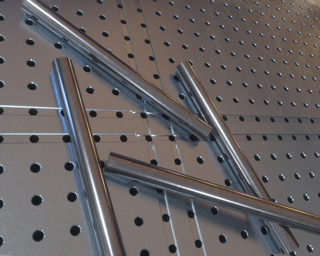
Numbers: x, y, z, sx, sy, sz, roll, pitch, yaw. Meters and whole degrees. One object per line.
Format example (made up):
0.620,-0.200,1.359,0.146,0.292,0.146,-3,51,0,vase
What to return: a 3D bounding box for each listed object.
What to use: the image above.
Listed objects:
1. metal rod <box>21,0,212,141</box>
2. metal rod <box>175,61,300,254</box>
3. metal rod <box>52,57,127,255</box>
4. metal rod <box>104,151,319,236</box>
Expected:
-0.055,-0.079,0.426,0.301,0.025,0.025,36,51,-4,metal rod
0.102,0.031,0.443,0.025,0.025,0.299,-17,70,-34,metal rod
-0.075,0.049,0.337,0.025,0.025,0.299,-7,65,-31,metal rod
0.081,0.085,0.377,0.302,0.025,0.025,18,54,-10,metal rod
